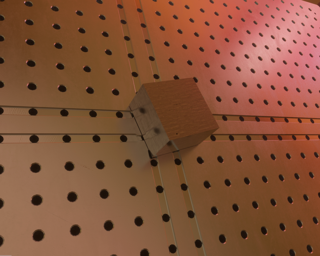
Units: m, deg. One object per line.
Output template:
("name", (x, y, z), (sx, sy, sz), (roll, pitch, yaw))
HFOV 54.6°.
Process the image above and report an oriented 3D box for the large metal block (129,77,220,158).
("large metal block", (0.018, -0.016, 0.409), (0.081, 0.050, 0.080), (-13, 69, -33))
